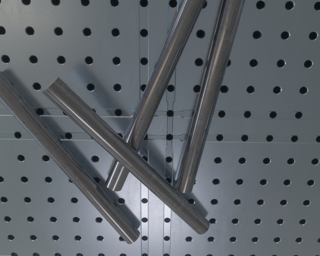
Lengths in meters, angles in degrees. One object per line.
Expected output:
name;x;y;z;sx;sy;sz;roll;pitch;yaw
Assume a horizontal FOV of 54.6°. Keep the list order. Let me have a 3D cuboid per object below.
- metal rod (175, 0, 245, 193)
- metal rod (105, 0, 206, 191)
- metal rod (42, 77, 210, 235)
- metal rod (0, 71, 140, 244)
metal rod;0.064;-0.050;0.395;0.025;0.025;0.298;11;110;-4
metal rod;-0.007;-0.046;0.396;0.025;0.025;0.298;22;109;-8
metal rod;-0.029;0.051;0.406;0.025;0.025;0.300;-37;115;13
metal rod;-0.125;0.052;0.431;0.025;0.025;0.300;-33;107;11
